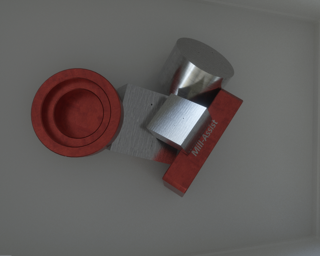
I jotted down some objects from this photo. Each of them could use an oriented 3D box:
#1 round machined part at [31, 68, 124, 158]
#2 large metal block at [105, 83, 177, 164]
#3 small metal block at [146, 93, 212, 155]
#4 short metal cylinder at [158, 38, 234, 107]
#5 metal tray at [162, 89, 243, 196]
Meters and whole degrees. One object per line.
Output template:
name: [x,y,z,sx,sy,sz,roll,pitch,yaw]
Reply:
round machined part: [-0.090,-0.015,0.355,0.099,0.042,0.097,0,85,2]
large metal block: [-0.019,-0.003,0.390,0.081,0.050,0.080,16,85,-20]
small metal block: [0.022,-0.005,0.350,0.050,0.050,0.025,-54,145,-12]
short metal cylinder: [0.045,-0.069,0.391,0.081,0.080,0.050,17,129,-20]
metal tray: [0.052,0.023,0.393,0.030,0.090,0.130,32,78,10]
